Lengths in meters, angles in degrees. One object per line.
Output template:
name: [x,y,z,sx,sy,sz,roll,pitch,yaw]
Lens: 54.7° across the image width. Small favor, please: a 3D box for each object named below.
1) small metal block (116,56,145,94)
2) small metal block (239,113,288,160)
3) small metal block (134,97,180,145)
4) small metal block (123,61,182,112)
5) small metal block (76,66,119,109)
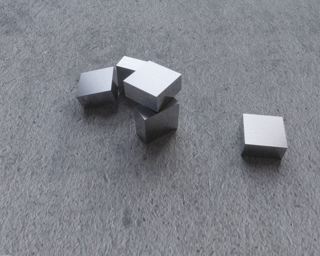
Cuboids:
small metal block: [-0.033,-0.070,0.445,0.050,0.050,0.025,17,49,13]
small metal block: [0.130,0.010,0.395,0.050,0.025,0.050,5,50,4]
small metal block: [-0.004,-0.012,0.397,0.050,0.050,0.025,-27,56,-21]
small metal block: [-0.009,-0.053,0.383,0.050,0.025,0.050,28,54,25]
small metal block: [-0.088,-0.058,0.444,0.050,0.025,0.050,-10,49,9]
